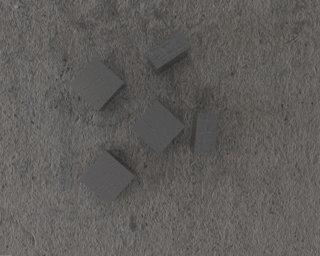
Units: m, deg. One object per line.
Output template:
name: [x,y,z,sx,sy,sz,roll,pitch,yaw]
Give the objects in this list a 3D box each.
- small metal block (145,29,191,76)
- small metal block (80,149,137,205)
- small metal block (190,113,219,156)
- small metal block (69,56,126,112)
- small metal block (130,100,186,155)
small metal block: [0.010,-0.095,0.397,0.050,0.050,0.025,-35,90,0]
small metal block: [-0.067,0.064,0.409,0.050,0.025,0.050,41,90,0]
small metal block: [0.056,0.007,0.398,0.025,0.050,0.050,5,90,0]
small metal block: [-0.081,-0.057,0.409,0.050,0.025,0.050,42,90,0]
small metal block: [-0.003,-0.001,0.410,0.050,0.025,0.050,43,90,0]
